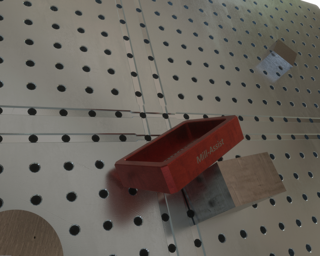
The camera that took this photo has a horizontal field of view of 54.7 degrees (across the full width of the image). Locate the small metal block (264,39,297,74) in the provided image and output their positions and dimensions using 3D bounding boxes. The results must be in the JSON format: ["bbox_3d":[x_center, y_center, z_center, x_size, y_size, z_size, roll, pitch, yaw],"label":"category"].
[{"bbox_3d":[0.246,-0.146,0.629,0.050,0.025,0.050,37,51,-4],"label":"small metal block"}]

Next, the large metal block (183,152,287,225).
[{"bbox_3d":[0.086,0.073,0.375,0.081,0.080,0.050,-6,65,-31],"label":"large metal block"}]

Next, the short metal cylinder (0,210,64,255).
[{"bbox_3d":[-0.124,0.110,0.240,0.080,0.050,0.080,34,41,-36],"label":"short metal cylinder"}]

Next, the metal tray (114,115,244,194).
[{"bbox_3d":[0.024,0.026,0.360,0.131,0.090,0.030,-30,106,-38],"label":"metal tray"}]
